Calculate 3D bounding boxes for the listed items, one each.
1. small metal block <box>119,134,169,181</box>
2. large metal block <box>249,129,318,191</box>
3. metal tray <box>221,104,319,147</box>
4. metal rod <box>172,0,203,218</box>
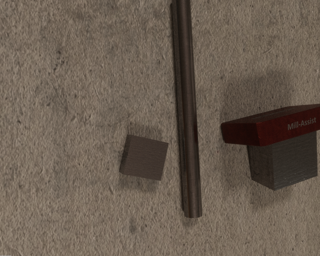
[{"bbox_3d":[-0.021,0.038,0.402,0.050,0.025,0.050,14,85,-20],"label":"small metal block"},{"bbox_3d":[0.182,0.037,0.458,0.081,0.050,0.079,-13,104,-20],"label":"large metal block"},{"bbox_3d":[0.166,-0.006,0.437,0.131,0.090,0.030,-13,95,-20],"label":"metal tray"},{"bbox_3d":[0.037,-0.028,0.423,0.025,0.025,0.298,-4,91,-20],"label":"metal rod"}]
